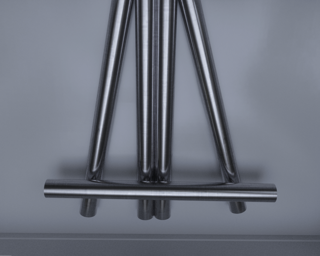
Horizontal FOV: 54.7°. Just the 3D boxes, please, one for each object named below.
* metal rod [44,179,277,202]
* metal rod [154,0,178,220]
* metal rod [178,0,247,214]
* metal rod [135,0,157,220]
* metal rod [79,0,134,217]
[{"bbox_3d":[0.001,0.083,0.413,0.302,0.025,0.025,1,110,-1],"label":"metal rod"},{"bbox_3d":[0.006,-0.011,0.406,0.025,0.025,0.298,1,110,0],"label":"metal rod"},{"bbox_3d":[0.074,-0.017,0.404,0.025,0.025,0.298,-15,110,5],"label":"metal rod"},{"bbox_3d":[-0.019,-0.011,0.406,0.025,0.025,0.298,1,110,-1],"label":"metal rod"},{"bbox_3d":[-0.074,-0.013,0.404,0.025,0.025,0.298,11,110,-4],"label":"metal rod"}]
